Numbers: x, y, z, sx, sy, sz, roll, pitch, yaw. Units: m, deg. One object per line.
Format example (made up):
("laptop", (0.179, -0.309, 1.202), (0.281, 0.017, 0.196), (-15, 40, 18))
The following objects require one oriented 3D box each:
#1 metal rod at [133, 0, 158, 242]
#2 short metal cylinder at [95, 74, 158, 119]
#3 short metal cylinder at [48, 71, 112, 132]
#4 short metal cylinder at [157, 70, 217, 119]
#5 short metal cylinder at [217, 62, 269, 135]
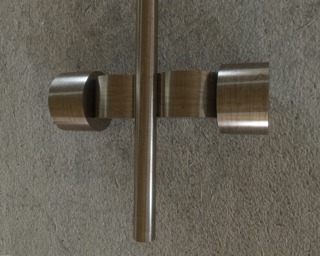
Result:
("metal rod", (-0.016, -0.024, 0.350), (0.025, 0.025, 0.298), (1, 90, 20))
("short metal cylinder", (-0.042, -0.037, 0.396), (0.080, 0.080, 0.050), (1, 91, 20))
("short metal cylinder", (-0.103, -0.036, 0.417), (0.050, 0.080, 0.080), (1, 90, 20))
("short metal cylinder", (0.033, -0.037, 0.369), (0.080, 0.080, 0.050), (1, 91, 20))
("short metal cylinder", (0.096, -0.032, 0.347), (0.050, 0.080, 0.080), (1, 90, 20))
